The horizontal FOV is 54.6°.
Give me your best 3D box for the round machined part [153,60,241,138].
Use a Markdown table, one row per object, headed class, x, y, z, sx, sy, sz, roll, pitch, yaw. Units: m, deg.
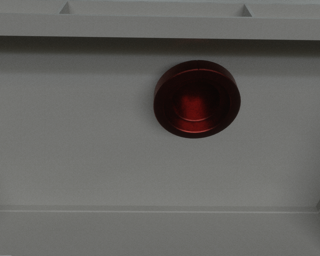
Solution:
| class | x | y | z | sx | sy | sz | roll | pitch | yaw |
| --- | --- | --- | --- | --- | --- | --- | --- | --- | --- |
| round machined part | 0.042 | -0.037 | 0.366 | 0.099 | 0.042 | 0.097 | 0 | 130 | 0 |
